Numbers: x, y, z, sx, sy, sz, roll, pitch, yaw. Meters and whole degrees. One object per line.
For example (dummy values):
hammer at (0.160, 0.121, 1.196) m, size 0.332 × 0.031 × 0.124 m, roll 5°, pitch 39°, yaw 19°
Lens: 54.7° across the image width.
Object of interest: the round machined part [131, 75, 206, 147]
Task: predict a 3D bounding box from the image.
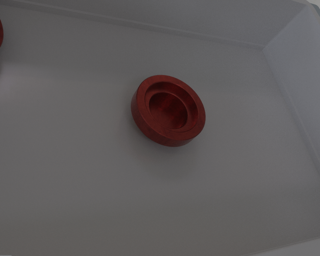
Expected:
round machined part at (0.007, -0.019, 0.410) m, size 0.099 × 0.042 × 0.098 m, roll 14°, pitch 56°, yaw -21°

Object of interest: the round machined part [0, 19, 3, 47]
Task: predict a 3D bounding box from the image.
round machined part at (-0.223, -0.110, 0.324) m, size 0.098 × 0.042 × 0.098 m, roll 38°, pitch 41°, yaw -43°
